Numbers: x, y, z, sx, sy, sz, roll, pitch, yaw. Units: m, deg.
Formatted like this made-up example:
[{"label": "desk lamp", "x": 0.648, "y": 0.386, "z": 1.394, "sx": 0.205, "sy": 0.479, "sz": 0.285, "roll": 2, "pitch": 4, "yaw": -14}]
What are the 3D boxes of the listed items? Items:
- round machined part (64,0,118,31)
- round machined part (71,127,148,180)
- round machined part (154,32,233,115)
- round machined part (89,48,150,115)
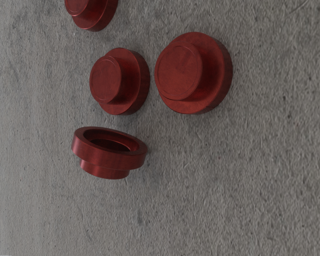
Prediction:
[{"label": "round machined part", "x": -0.114, "y": -0.206, "z": 0.488, "sx": 0.098, "sy": 0.042, "sz": 0.097, "roll": 0, "pitch": 90, "yaw": 40}, {"label": "round machined part", "x": -0.069, "y": 0.035, "z": 0.415, "sx": 0.098, "sy": 0.099, "sz": 0.042, "roll": 27, "pitch": 107, "yaw": 37}, {"label": "round machined part", "x": 0.032, "y": -0.065, "z": 0.367, "sx": 0.098, "sy": 0.042, "sz": 0.097, "roll": 0, "pitch": 90, "yaw": 40}, {"label": "round machined part", "x": -0.065, "y": -0.067, "z": 0.447, "sx": 0.098, "sy": 0.042, "sz": 0.097, "roll": 0, "pitch": 90, "yaw": 40}]
